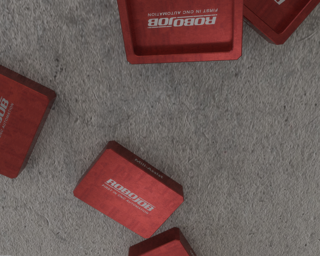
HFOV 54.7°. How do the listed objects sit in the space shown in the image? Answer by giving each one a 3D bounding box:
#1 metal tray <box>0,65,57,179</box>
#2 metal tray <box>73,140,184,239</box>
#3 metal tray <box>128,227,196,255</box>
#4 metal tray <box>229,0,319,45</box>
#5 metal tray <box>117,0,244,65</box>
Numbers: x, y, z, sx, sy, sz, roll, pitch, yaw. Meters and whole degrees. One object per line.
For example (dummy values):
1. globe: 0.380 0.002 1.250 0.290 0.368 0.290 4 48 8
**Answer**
1. metal tray: -0.204 -0.008 0.402 0.090 0.030 0.129 27 108 -10
2. metal tray: -0.043 0.089 0.440 0.130 0.030 0.090 35 106 -12
3. metal tray: 0.019 0.229 0.492 0.090 0.030 0.130 -27 108 9
4. metal tray: 0.114 -0.168 0.346 0.130 0.030 0.090 35 106 -12
5. metal tray: 0.024 -0.120 0.342 0.131 0.030 0.089 0 122 10
